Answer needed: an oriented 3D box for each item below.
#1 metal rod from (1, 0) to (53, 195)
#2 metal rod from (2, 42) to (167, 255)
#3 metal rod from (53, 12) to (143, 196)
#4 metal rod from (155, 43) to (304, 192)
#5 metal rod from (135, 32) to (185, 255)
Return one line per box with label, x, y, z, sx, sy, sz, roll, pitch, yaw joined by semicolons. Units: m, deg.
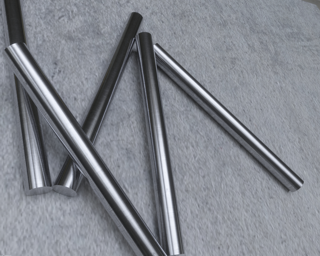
metal rod;-0.161;-0.070;0.359;0.025;0.025;0.299;-4;64;-31
metal rod;-0.064;0.045;0.313;0.025;0.025;0.299;-34;90;-38
metal rod;-0.067;-0.054;0.401;0.025;0.025;0.300;24;53;-14
metal rod;0.097;-0.017;0.468;0.300;0.025;0.025;44;51;2
metal rod;-0.005;0.002;0.393;0.025;0.025;0.299;5;62;-26
